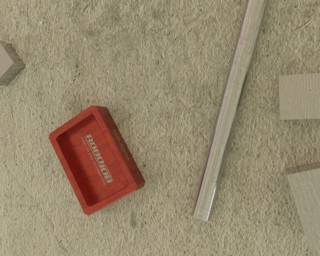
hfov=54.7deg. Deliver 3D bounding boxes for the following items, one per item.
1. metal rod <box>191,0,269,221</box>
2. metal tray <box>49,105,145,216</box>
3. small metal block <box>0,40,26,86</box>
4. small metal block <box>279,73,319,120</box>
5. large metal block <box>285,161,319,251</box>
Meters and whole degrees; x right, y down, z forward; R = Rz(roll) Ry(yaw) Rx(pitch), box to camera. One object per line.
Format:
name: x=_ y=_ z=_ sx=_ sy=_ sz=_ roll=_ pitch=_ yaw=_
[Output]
metal rod: x=0.087 y=-0.032 z=0.377 sx=0.025 sy=0.025 sz=0.298 roll=15 pitch=95 yaw=19
metal tray: x=-0.090 y=0.044 z=0.436 sx=0.090 sy=0.030 sz=0.130 roll=-31 pitch=80 yaw=17
small metal block: x=-0.252 y=-0.103 z=0.496 sx=0.050 sy=0.025 sz=0.050 roll=-41 pitch=78 yaw=15
small metal block: x=0.162 y=-0.035 z=0.352 sx=0.050 sy=0.025 sz=0.050 roll=-1 pitch=90 yaw=19
large metal block: x=0.187 y=0.077 z=0.330 sx=0.080 sy=0.050 sz=0.080 roll=-17 pitch=85 yaw=19
